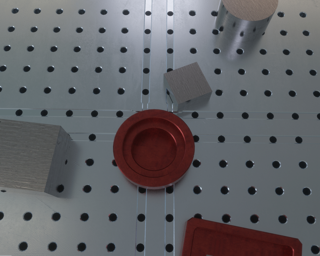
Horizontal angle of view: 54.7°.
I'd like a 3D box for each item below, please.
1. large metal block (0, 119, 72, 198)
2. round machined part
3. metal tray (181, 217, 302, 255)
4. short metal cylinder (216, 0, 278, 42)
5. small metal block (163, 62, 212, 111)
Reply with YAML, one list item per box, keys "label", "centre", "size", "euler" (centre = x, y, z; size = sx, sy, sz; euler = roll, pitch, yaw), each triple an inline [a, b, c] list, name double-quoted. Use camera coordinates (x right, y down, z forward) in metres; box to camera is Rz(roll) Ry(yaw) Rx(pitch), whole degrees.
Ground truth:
- label: "large metal block"
  centre: [-0.164, 0.038, 0.383]
  size: [0.080, 0.050, 0.080]
  euler: [7, 70, 2]
- label: "round machined part"
  centre: [-0.007, 0.029, 0.392]
  size: [0.099, 0.042, 0.098]
  euler: [0, 70, 0]
- label: "metal tray"
  centre: [0.088, 0.160, 0.351]
  size: [0.131, 0.030, 0.090]
  euler: [11, 70, 3]
- label: "short metal cylinder"
  centre: [0.128, -0.177, 0.464]
  size: [0.081, 0.050, 0.080]
  euler: [0, 70, 0]
- label: "small metal block"
  centre: [0.038, -0.058, 0.433]
  size: [0.050, 0.025, 0.050]
  euler: [-21, 72, -8]
